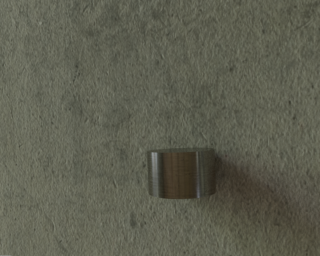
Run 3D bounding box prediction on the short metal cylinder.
[{"bbox_3d":[0.026,0.051,0.370,0.080,0.080,0.050,-2,89,19],"label":"short metal cylinder"}]
